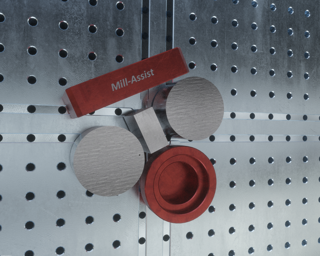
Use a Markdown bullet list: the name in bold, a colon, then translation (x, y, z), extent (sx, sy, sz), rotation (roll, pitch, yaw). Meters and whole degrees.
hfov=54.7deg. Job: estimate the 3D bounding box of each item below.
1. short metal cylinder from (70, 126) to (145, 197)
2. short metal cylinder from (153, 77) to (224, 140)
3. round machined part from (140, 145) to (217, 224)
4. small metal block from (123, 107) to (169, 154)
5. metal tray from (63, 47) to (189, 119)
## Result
- **short metal cylinder**: translation (-0.064, 0.037, 0.372), extent (0.081, 0.050, 0.079), rotation (0, 90, -20)
- **short metal cylinder**: translation (0.036, -0.024, 0.409), extent (0.081, 0.050, 0.079), rotation (0, 90, -20)
- **round machined part**: translation (0.021, 0.071, 0.407), extent (0.099, 0.042, 0.097), rotation (0, 90, -20)
- **small metal block**: translation (-0.018, 0.002, 0.388), extent (0.025, 0.050, 0.050), rotation (-27, 99, -18)
- **metal tray**: translation (-0.043, -0.050, 0.358), extent (0.131, 0.090, 0.030), rotation (-25, 99, -18)
